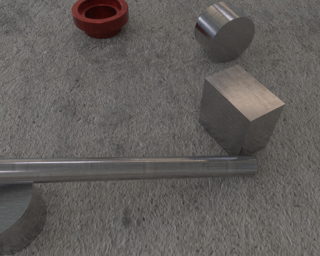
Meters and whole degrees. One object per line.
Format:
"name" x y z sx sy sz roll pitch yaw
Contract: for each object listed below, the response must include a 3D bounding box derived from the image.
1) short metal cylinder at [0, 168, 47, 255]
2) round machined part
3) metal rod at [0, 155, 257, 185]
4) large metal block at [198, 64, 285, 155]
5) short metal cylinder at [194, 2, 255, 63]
"short metal cylinder" -0.164 0.084 0.316 0.081 0.050 0.080 0 50 0
"round machined part" -0.105 -0.197 0.557 0.099 0.042 0.098 0 50 0
"metal rod" -0.037 0.043 0.327 0.302 0.025 0.025 1 49 -15
"large metal block" 0.095 -0.017 0.383 0.050 0.080 0.080 -25 54 -19
"short metal cylinder" 0.103 -0.153 0.497 0.081 0.080 0.050 -19 53 -16
